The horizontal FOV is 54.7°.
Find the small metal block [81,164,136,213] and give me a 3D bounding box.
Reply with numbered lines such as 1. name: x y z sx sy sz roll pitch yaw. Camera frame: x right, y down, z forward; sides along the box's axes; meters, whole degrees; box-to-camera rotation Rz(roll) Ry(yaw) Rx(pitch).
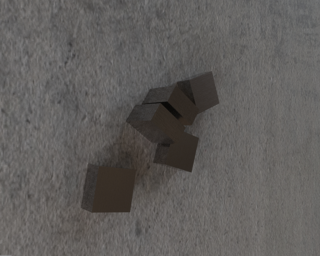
1. small metal block: -0.058 0.070 0.358 0.050 0.025 0.050 13 82 -40

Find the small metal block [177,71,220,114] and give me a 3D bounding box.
1. small metal block: 0.057 -0.052 0.455 0.050 0.025 0.050 -26 107 -37

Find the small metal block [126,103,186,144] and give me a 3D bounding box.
1. small metal block: -0.005 -0.005 0.386 0.050 0.050 0.025 42 64 -32

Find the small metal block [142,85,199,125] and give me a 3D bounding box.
1. small metal block: 0.014 -0.028 0.402 0.050 0.050 0.025 42 65 -33

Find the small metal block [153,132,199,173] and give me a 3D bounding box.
1. small metal block: 0.023 0.030 0.426 0.050 0.025 0.050 22 76 -38
